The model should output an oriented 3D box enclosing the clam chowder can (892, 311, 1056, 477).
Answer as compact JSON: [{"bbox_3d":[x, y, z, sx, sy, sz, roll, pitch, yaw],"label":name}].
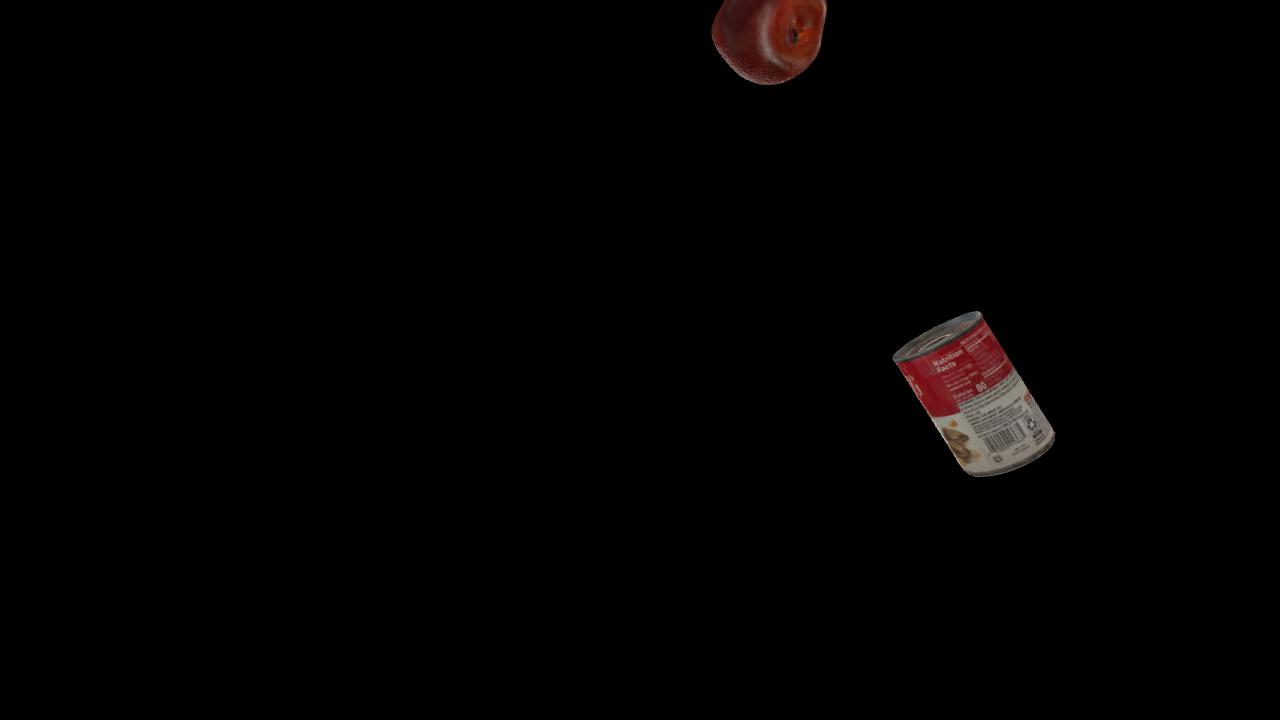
[{"bbox_3d":[0.243,0.025,0.449,0.068,0.102,0.068,-32,-1,-1],"label":"clam chowder can"}]

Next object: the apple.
[{"bbox_3d":[0.094,-0.248,0.461,0.079,0.079,0.093,0,29,-25],"label":"apple"}]
